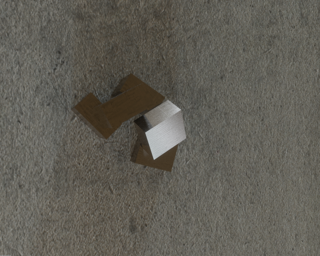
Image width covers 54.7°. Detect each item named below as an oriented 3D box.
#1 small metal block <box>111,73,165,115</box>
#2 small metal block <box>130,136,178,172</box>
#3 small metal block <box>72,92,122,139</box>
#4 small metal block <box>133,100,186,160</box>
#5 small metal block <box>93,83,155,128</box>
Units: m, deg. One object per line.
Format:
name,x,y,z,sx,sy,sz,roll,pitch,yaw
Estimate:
small metal block,-0.029,-0.040,0.387,0.050,0.050,0.025,34,79,-17
small metal block,-0.006,0.027,0.409,0.050,0.025,0.050,17,84,-20
small metal block,-0.077,-0.014,0.369,0.025,0.050,0.050,-47,105,-14
small metal block,0.001,0.002,0.372,0.050,0.025,0.050,-33,138,-17
small metal block,-0.040,-0.023,0.330,0.050,0.050,0.025,-31,101,-18
